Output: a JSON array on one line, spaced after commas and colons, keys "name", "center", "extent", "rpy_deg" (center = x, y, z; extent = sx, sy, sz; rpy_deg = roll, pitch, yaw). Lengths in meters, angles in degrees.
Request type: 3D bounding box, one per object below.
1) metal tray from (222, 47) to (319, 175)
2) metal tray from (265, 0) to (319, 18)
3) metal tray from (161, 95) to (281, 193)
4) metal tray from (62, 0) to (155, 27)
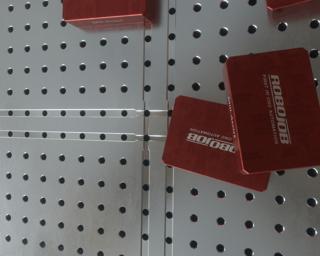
[{"name": "metal tray", "center": [0.125, -0.018, 0.343], "extent": [0.090, 0.030, 0.129], "rpy_deg": [-7, 80, 2]}, {"name": "metal tray", "center": [0.160, -0.203, 0.353], "extent": [0.090, 0.030, 0.129], "rpy_deg": [-9, 87, 19]}, {"name": "metal tray", "center": [0.075, 0.016, 0.384], "extent": [0.130, 0.030, 0.090], "rpy_deg": [14, 95, 19]}, {"name": "metal tray", "center": [-0.073, -0.195, 0.436], "extent": [0.130, 0.030, 0.090], "rpy_deg": [3, 91, 20]}]
